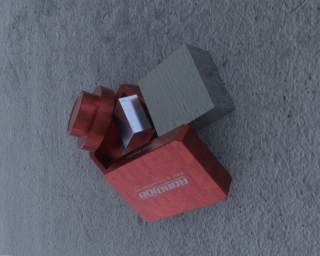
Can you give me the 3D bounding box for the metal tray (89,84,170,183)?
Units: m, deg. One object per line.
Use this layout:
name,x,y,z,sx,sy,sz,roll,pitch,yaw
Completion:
metal tray,-0.044,0.015,0.438,0.090,0.030,0.129,42,115,31

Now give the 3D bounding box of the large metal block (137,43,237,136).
large metal block,0.030,-0.039,0.366,0.080,0.050,0.080,-33,70,35

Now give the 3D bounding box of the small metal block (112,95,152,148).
small metal block,-0.038,-0.008,0.408,0.050,0.025,0.050,65,153,17

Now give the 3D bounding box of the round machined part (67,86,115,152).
round machined part,-0.105,-0.017,0.455,0.097,0.042,0.098,-45,34,45

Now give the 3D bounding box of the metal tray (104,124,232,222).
metal tray,0.006,0.059,0.368,0.130,0.030,0.090,-29,109,37
